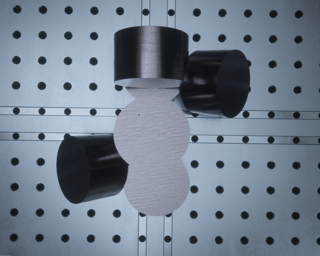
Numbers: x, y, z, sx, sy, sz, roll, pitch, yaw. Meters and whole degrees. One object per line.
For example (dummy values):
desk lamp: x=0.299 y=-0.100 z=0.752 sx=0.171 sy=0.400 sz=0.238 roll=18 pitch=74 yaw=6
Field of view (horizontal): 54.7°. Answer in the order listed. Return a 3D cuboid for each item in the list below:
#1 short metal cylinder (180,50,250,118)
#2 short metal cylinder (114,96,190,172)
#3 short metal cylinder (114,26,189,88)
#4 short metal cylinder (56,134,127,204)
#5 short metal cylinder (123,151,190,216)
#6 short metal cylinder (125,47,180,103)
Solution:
short metal cylinder: x=0.069 y=-0.055 z=0.379 sx=0.050 sy=0.080 sz=0.080 roll=11 pitch=90 yaw=40
short metal cylinder: x=-0.008 y=0.006 z=0.350 sx=0.081 sy=0.050 sz=0.079 roll=0 pitch=90 yaw=0
short metal cylinder: x=-0.009 y=-0.073 z=0.334 sx=0.081 sy=0.080 sz=0.050 roll=0 pitch=90 yaw=0
short metal cylinder: x=-0.085 y=0.048 z=0.380 sx=0.050 sy=0.080 sz=0.080 roll=-2 pitch=90 yaw=-44
short metal cylinder: x=-0.004 y=0.067 z=0.400 sx=0.081 sy=0.050 sz=0.079 roll=0 pitch=91 yaw=-1
short metal cylinder: x=-0.007 y=-0.069 z=0.400 sx=0.081 sy=0.050 sz=0.079 roll=0 pitch=91 yaw=0
